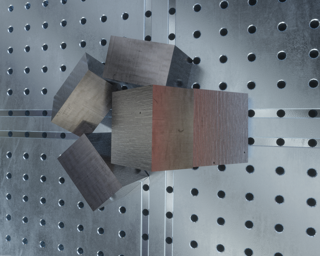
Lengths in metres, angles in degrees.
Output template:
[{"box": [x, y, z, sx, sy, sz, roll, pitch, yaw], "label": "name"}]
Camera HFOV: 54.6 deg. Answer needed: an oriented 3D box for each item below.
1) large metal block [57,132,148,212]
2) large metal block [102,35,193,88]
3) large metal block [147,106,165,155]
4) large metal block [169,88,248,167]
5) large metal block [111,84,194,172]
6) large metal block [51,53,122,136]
[{"box": [-0.072, 0.053, 0.408, 0.050, 0.080, 0.080, -41, 78, 15], "label": "large metal block"}, {"box": [-0.012, -0.075, 0.388, 0.080, 0.080, 0.050, 14, 95, 20], "label": "large metal block"}, {"box": [-0.009, -0.002, 0.403, 0.080, 0.050, 0.080, 1, 90, 20], "label": "large metal block"}, {"box": [0.054, 0.000, 0.356, 0.050, 0.081, 0.080, -1, 89, 57], "label": "large metal block"}, {"box": [-0.010, 0.000, 0.329, 0.080, 0.050, 0.080, 0, 89, 54], "label": "large metal block"}, {"box": [-0.098, -0.044, 0.412, 0.050, 0.080, 0.080, 32, 105, -28], "label": "large metal block"}]
